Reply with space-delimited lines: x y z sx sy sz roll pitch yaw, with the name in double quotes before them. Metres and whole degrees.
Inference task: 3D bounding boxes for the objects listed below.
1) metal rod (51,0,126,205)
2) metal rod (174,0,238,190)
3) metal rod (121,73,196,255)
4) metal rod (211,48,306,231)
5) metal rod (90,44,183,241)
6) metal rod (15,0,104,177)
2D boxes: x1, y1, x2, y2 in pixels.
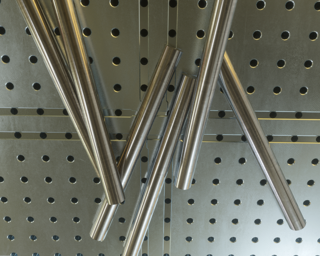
"metal rod" -0.090 -0.044 0.382 0.025 0.025 0.298 -11 105 4
"metal rod" 0.055 -0.050 0.374 0.025 0.025 0.298 8 118 -3
"metal rod" -0.005 0.069 0.438 0.025 0.025 0.298 16 109 -6
"metal rod" 0.135 0.023 0.422 0.025 0.025 0.299 -27 108 9
"metal rod" -0.039 0.032 0.424 0.025 0.025 0.298 21 109 -8
"metal rod" -0.125 -0.070 0.386 0.025 0.025 0.299 -18 109 6
